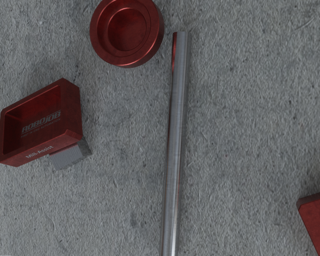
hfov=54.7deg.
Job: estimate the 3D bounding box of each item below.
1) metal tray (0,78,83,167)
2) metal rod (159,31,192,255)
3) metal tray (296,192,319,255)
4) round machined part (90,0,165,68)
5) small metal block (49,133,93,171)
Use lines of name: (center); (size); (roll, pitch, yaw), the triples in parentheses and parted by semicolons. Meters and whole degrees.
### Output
metal tray: (-0.174, -0.006, 0.447); (0.130, 0.030, 0.090); (-22, 62, 20)
metal rod: (0.020, 0.028, 0.401); (0.025, 0.025, 0.298); (4, 91, 19)
metal tray: (0.227, 0.102, 0.327); (0.130, 0.030, 0.090); (-24, 82, 18)
round machined part: (-0.040, -0.128, 0.413); (0.098, 0.042, 0.097); (0, 90, 19)
small metal block: (-0.136, 0.029, 0.455); (0.050, 0.025, 0.050); (-29, 81, 17)
